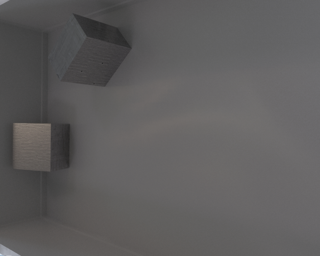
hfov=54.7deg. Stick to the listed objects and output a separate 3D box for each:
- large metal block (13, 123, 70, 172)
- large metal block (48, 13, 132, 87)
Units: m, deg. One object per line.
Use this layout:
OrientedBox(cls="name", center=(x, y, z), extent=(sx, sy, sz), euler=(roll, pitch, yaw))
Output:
OrientedBox(cls="large metal block", center=(-0.210, 0.032, 0.548), extent=(0.080, 0.050, 0.080), euler=(1, 91, 20))
OrientedBox(cls="large metal block", center=(-0.103, -0.110, 0.457), extent=(0.080, 0.081, 0.050), euler=(-48, 62, 29))
